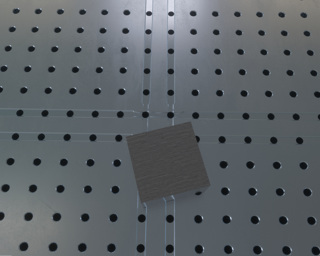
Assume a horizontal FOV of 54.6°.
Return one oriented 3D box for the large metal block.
[{"bbox_3d":[0.008,0.046,0.382,0.080,0.050,0.080,-13,71,-5],"label":"large metal block"}]
